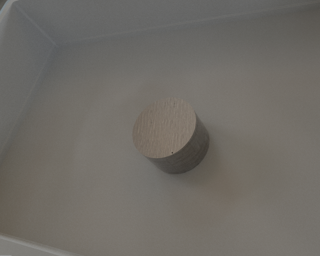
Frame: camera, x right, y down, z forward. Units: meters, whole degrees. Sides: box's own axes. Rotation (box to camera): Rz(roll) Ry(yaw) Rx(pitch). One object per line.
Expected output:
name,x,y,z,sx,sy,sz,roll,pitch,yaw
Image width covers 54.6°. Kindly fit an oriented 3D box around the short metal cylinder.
short metal cylinder,0.014,0.010,0.377,0.080,0.050,0.080,-13,56,21
